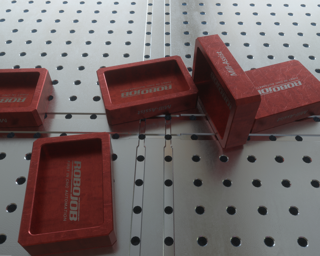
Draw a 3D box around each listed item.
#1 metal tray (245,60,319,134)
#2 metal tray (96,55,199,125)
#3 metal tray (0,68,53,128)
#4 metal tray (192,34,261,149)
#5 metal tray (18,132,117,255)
[{"bbox_3d":[0.165,-0.049,0.448,0.131,0.030,0.090,-15,52,-13],"label":"metal tray"},{"bbox_3d":[-0.020,-0.058,0.452,0.131,0.030,0.090,-12,51,-11],"label":"metal tray"},{"bbox_3d":[-0.228,-0.044,0.437,0.131,0.030,0.090,-2,50,-2],"label":"metal tray"},{"bbox_3d":[0.080,-0.050,0.407,0.030,0.089,0.130,-12,51,-10],"label":"metal tray"},{"bbox_3d":[-0.098,0.067,0.346,0.091,0.030,0.130,-6,50,-5],"label":"metal tray"}]
